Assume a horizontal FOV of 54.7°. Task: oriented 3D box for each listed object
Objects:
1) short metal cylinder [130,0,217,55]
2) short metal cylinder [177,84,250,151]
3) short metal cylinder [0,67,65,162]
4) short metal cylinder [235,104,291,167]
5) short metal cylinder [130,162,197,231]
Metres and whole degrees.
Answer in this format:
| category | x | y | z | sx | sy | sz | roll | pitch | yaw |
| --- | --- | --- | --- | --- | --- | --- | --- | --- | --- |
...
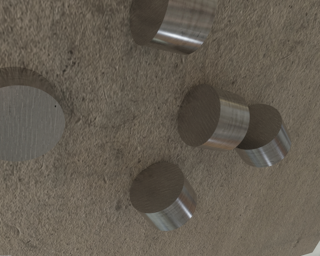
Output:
| category | x | y | z | sx | sy | sz | roll | pitch | yaw |
| --- | --- | --- | --- | --- | --- | --- | --- | --- | --- |
| short metal cylinder | 0.010 | -0.116 | 0.305 | 0.050 | 0.080 | 0.079 | 4 | 117 | -30 |
| short metal cylinder | 0.067 | -0.012 | 0.400 | 0.050 | 0.080 | 0.079 | 11 | 113 | -33 |
| short metal cylinder | -0.140 | -0.014 | 0.305 | 0.081 | 0.050 | 0.079 | -14 | 124 | -21 |
| short metal cylinder | 0.145 | 0.011 | 0.457 | 0.080 | 0.080 | 0.050 | -42 | 129 | 0 |
| short metal cylinder | 0.005 | 0.095 | 0.432 | 0.080 | 0.080 | 0.050 | -35 | 129 | -5 |
